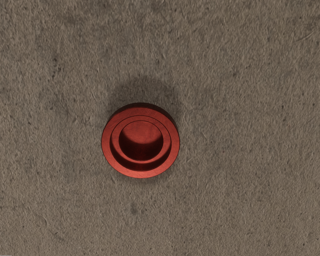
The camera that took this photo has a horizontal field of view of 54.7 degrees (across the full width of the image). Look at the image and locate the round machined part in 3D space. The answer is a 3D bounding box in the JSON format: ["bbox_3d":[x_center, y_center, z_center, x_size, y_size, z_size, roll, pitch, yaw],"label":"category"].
[{"bbox_3d":[-0.024,0.013,0.405,0.099,0.042,0.097,0,110,-1],"label":"round machined part"}]
